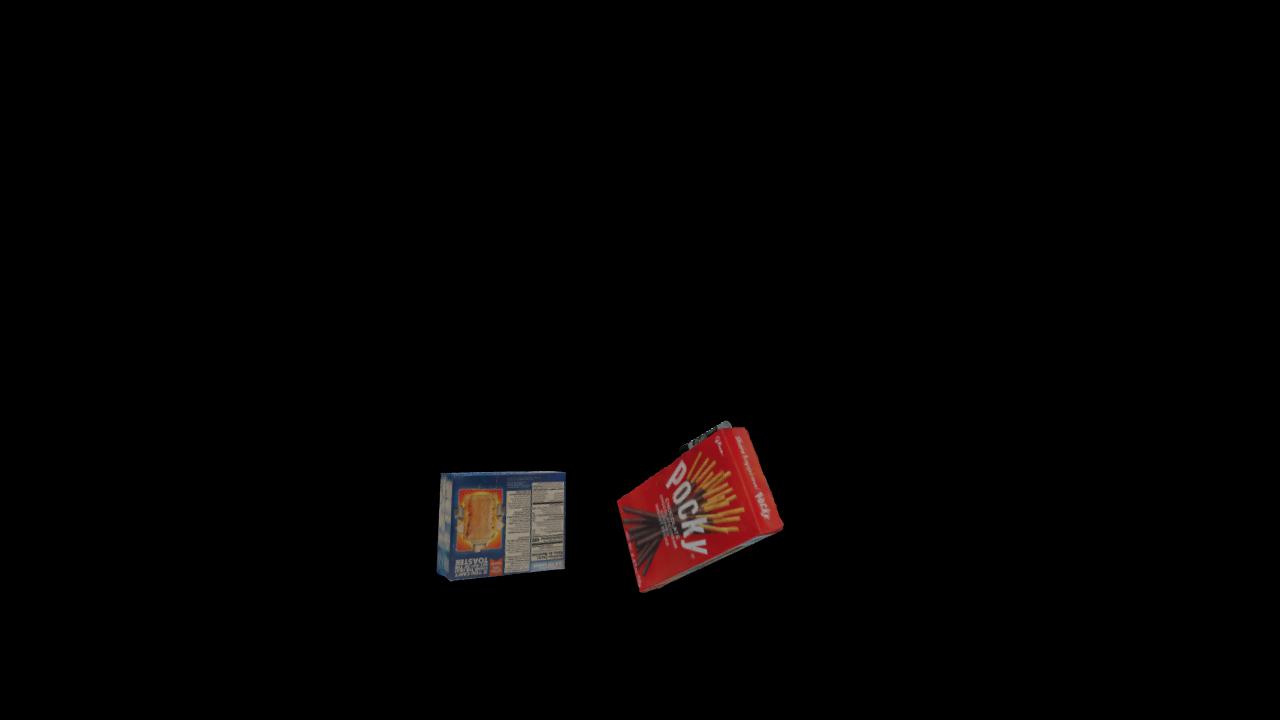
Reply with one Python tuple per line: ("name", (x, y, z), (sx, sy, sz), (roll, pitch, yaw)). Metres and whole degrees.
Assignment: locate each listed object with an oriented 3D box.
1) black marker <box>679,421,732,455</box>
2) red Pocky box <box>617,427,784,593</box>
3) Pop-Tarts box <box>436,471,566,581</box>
("black marker", (0.104, 0.130, 1.001), (0.020, 0.020, 0.121), (0, -27, -39))
("red Pocky box", (0.039, 0.122, 0.489), (0.028, 0.083, 0.155), (5, -35, -37))
("Pop-Tarts box", (-0.200, 0.234, 0.893), (0.167, 0.141, 0.083), (4, -9, -28))
